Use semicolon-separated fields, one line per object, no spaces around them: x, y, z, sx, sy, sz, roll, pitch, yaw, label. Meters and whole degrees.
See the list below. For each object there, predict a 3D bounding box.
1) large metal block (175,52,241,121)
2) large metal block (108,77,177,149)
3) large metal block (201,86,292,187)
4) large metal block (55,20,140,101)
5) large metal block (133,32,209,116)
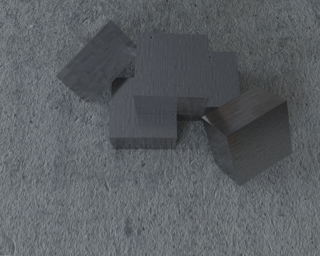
0.060;-0.055;0.417;0.081;0.050;0.080;0;70;0;large metal block
-0.020;-0.018;0.400;0.081;0.050;0.080;0;70;0;large metal block
0.106;0.009;0.371;0.080;0.080;0.050;-30;35;-11;large metal block
-0.083;-0.084;0.402;0.050;0.080;0.080;44;73;-21;large metal block
0.013;-0.062;0.364;0.081;0.050;0.080;2;70;0;large metal block
